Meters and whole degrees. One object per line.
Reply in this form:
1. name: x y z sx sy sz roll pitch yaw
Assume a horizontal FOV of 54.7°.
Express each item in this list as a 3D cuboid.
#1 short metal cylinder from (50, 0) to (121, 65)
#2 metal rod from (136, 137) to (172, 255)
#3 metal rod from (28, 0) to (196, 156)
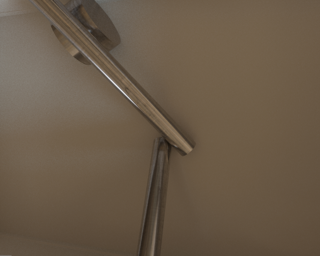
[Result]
1. short metal cylinder: -0.098 -0.132 0.415 0.050 0.080 0.080 -32 80 17
2. metal rod: -0.013 0.137 0.320 0.025 0.025 0.300 -8 50 19
3. metal rod: -0.066 -0.078 0.370 0.025 0.025 0.300 -41 101 15
